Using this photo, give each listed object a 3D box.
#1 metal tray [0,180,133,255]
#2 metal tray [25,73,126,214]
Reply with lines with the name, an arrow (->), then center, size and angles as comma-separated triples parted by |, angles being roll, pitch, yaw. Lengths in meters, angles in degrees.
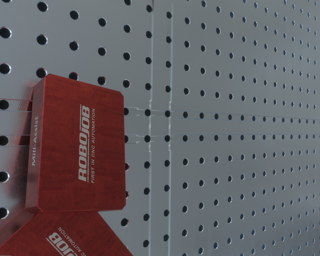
metal tray -> -0.095, 0.131, 0.326 | 0.090, 0.030, 0.130 | -45, 117, -30
metal tray -> -0.081, 0.018, 0.316 | 0.091, 0.030, 0.130 | 11, 68, -39
